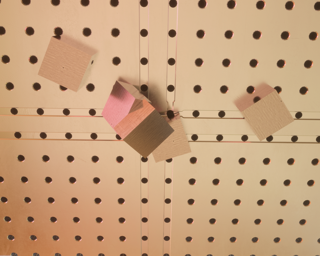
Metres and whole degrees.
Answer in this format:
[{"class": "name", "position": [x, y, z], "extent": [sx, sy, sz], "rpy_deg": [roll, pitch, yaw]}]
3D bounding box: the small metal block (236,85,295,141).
[{"class": "small metal block", "position": [0.138, -0.019, 0.407], "extent": [0.050, 0.025, 0.050], "rpy_deg": [-34, 107, 11]}]

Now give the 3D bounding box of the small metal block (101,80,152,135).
[{"class": "small metal block", "position": [-0.043, -0.024, 0.388], "extent": [0.025, 0.050, 0.050], "rpy_deg": [10, 115, -43]}]

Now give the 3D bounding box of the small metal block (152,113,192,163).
[{"class": "small metal block", "position": [0.010, 0.013, 0.418], "extent": [0.050, 0.025, 0.050], "rpy_deg": [-17, 109, 6]}]

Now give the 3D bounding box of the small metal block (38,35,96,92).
[{"class": "small metal block", "position": [-0.114, -0.080, 0.383], "extent": [0.050, 0.025, 0.050], "rpy_deg": [25, 108, -9]}]

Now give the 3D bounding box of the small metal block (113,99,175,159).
[{"class": "small metal block", "position": [-0.018, 0.002, 0.372], "extent": [0.050, 0.025, 0.050], "rpy_deg": [-44, 137, -1]}]
